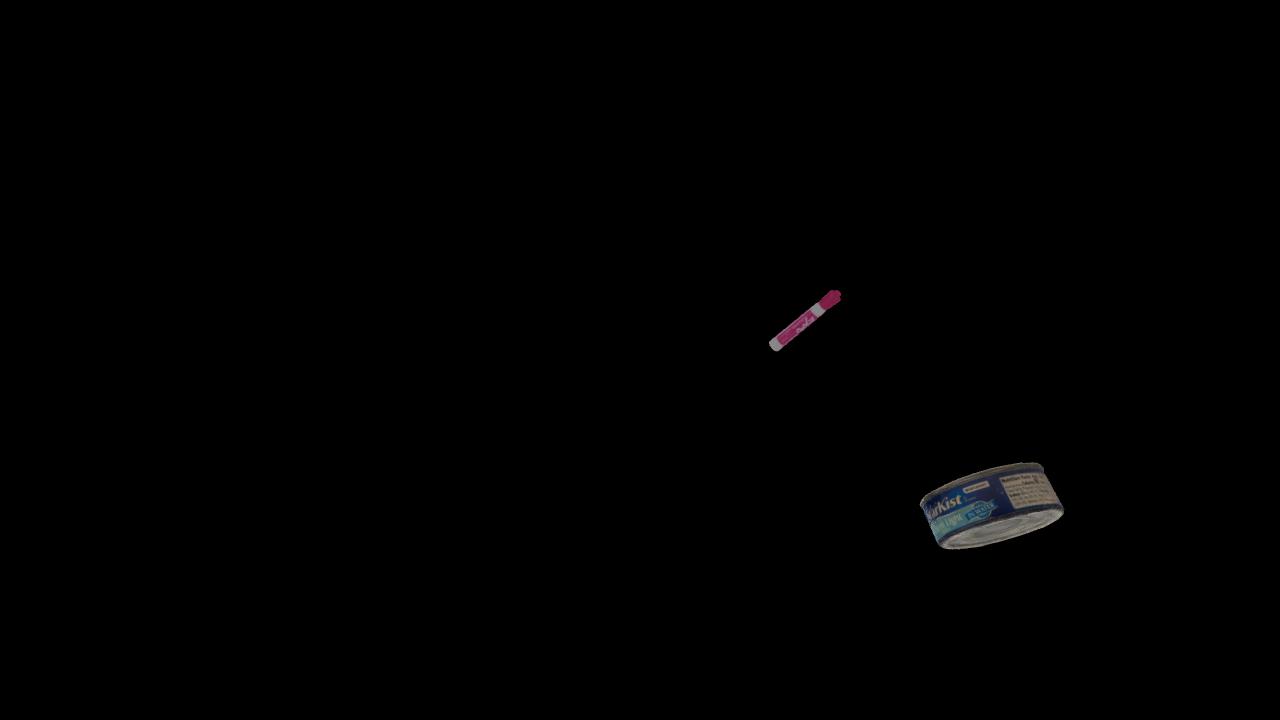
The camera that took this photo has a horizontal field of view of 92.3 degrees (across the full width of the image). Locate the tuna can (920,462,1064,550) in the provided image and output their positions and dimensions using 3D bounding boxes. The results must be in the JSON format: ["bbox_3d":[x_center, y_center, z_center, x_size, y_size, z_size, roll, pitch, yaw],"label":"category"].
[{"bbox_3d":[0.244,0.104,0.430,0.084,0.034,0.084,-8,-31,-5],"label":"tuna can"}]

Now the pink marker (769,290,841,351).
[{"bbox_3d":[0.224,-0.053,0.833,0.020,0.020,0.121,0,-35,-45],"label":"pink marker"}]
